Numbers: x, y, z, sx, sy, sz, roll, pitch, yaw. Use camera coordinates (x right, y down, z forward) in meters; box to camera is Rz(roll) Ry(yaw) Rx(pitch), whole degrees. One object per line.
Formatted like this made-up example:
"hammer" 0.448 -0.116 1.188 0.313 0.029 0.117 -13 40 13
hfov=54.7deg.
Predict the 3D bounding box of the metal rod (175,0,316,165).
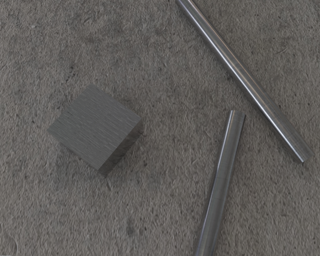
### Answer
"metal rod" 0.111 -0.081 0.438 0.025 0.025 0.299 -29 73 -10

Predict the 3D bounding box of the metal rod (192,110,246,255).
"metal rod" 0.059 0.117 0.365 0.025 0.025 0.299 16 71 5

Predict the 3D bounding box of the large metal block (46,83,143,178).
"large metal block" -0.078 0.004 0.393 0.080 0.050 0.080 35 74 12
